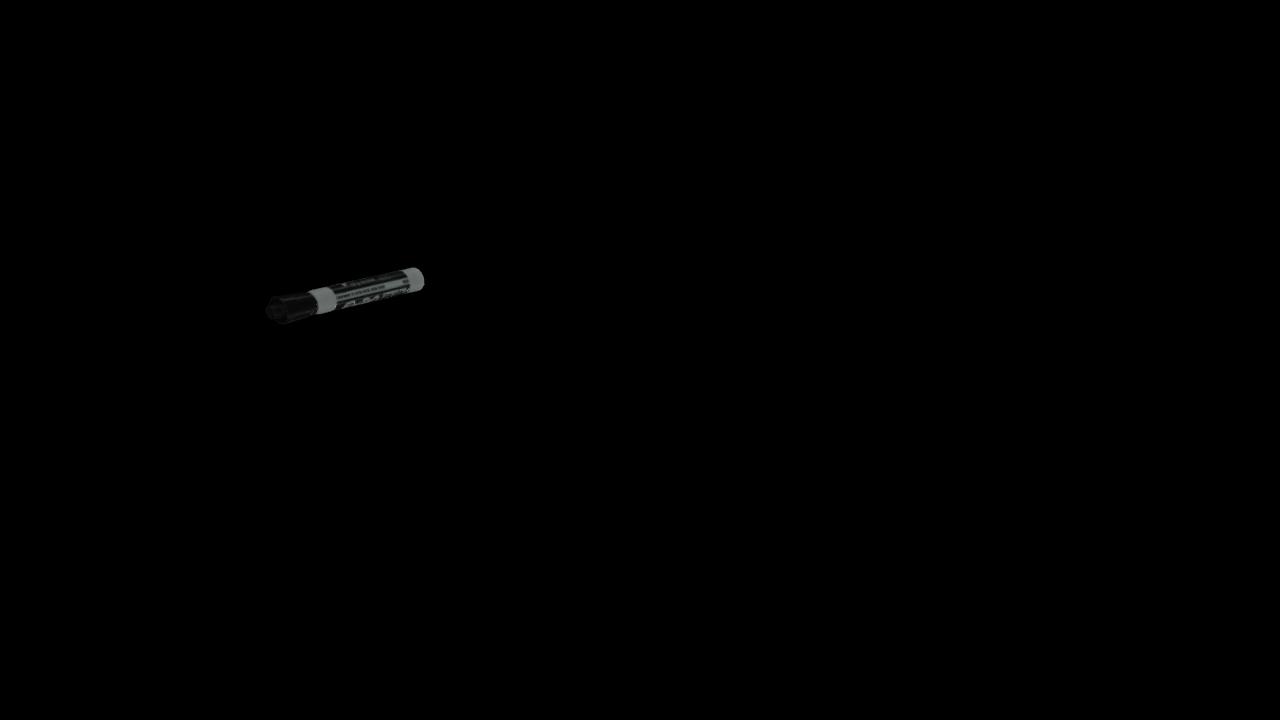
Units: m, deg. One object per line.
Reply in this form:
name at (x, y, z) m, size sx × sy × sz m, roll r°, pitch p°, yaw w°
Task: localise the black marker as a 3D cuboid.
black marker at (-0.206, -0.047, 0.438) m, size 0.020 × 0.020 × 0.121 m, roll 0°, pitch 17°, yaw 29°
